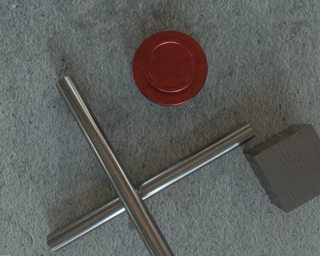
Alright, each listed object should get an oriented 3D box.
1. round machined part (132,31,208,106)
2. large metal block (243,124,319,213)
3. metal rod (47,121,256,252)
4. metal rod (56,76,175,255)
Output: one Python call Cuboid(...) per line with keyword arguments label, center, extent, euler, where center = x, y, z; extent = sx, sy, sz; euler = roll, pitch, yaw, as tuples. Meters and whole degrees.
Cuboid(label="round machined part", center=(0.013, -0.078, 0.402), extent=(0.099, 0.042, 0.097), euler=(0, 90, -1))
Cuboid(label="large metal block", center=(0.169, 0.049, 0.400), extent=(0.080, 0.050, 0.080), euler=(-30, 90, 0))
Cuboid(label="metal rod", center=(-0.011, 0.077, 0.409), extent=(0.301, 0.025, 0.025), euler=(-30, 90, -1))
Cuboid(label="metal rod", center=(-0.050, 0.065, 0.387), extent=(0.025, 0.025, 0.299), euler=(-31, 82, 0))
